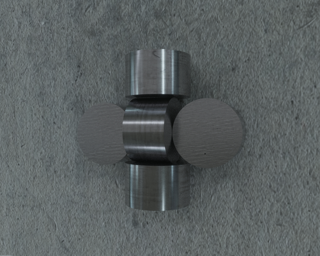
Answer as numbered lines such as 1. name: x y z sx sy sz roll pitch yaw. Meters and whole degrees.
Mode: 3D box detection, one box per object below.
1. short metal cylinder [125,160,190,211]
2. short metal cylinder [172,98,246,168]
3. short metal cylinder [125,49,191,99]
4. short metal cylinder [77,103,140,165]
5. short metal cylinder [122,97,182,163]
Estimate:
1. short metal cylinder: -0.003 0.067 0.383 0.080 0.080 0.050 0 90 20
2. short metal cylinder: 0.061 0.006 0.375 0.080 0.050 0.080 0 90 20
3. short metal cylinder: -0.002 -0.063 0.382 0.080 0.080 0.050 0 90 20
4. short metal cylinder: -0.063 0.007 0.419 0.080 0.050 0.080 0 90 19
5. short metal cylinder: -0.006 0.002 0.383 0.050 0.080 0.080 1 90 20
